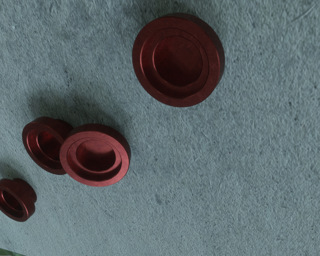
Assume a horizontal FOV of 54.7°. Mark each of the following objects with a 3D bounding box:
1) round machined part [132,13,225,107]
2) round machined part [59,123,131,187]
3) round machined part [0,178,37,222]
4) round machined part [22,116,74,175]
[{"bbox_3d":[0.023,-0.075,0.338,0.098,0.042,0.097,13,124,21],"label":"round machined part"},{"bbox_3d":[-0.091,0.035,0.451,0.099,0.042,0.097,1,120,1],"label":"round machined part"},{"bbox_3d":[-0.296,0.143,0.641,0.098,0.042,0.097,13,124,21],"label":"round machined part"},{"bbox_3d":[-0.168,0.024,0.500,0.098,0.042,0.097,13,124,21],"label":"round machined part"}]
